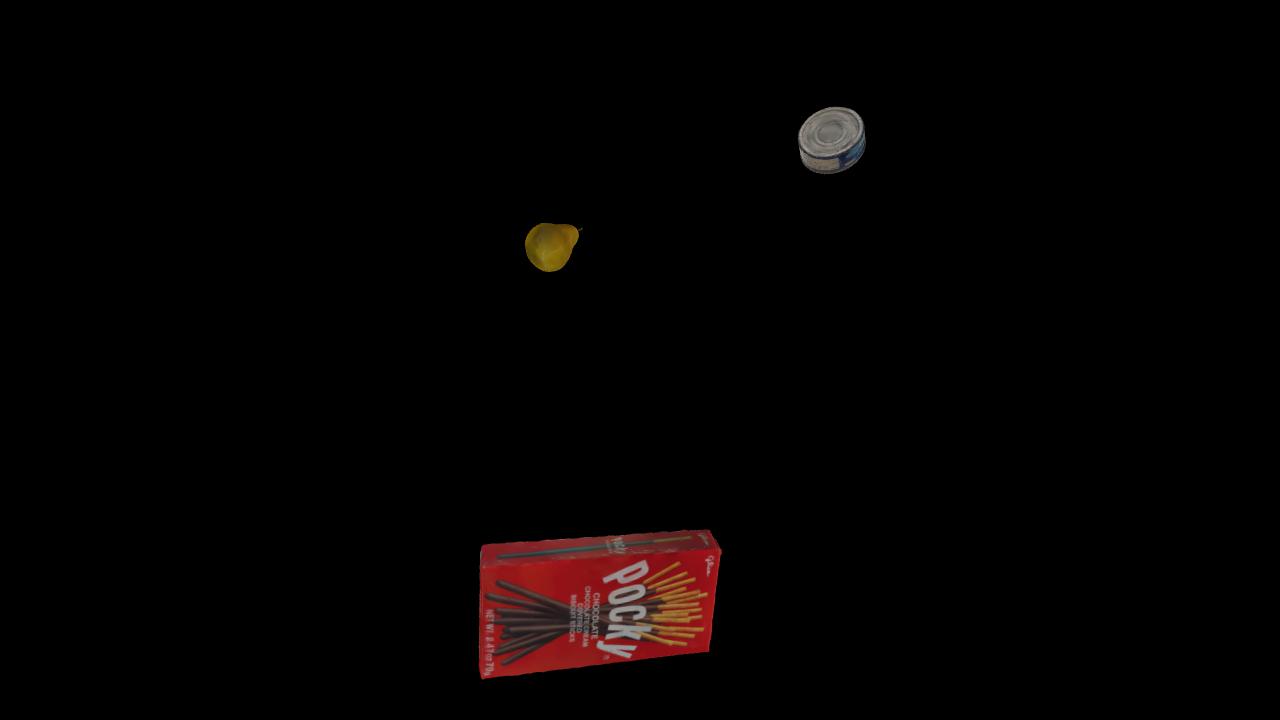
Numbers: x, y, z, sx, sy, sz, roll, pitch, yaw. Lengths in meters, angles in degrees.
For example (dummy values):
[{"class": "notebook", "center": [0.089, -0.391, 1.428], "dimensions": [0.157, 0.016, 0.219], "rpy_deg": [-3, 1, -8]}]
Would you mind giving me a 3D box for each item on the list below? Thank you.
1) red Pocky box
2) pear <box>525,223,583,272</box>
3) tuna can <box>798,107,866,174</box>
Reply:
[{"class": "red Pocky box", "center": [-0.025, 0.157, 0.401], "dimensions": [0.155, 0.083, 0.028], "rpy_deg": [0, 14, -14]}, {"class": "pear", "center": [-0.130, -0.194, 0.999], "dimensions": [0.111, 0.080, 0.080], "rpy_deg": [-41, 19, -23]}, {"class": "tuna can", "center": [0.250, -0.287, 0.802], "dimensions": [0.084, 0.084, 0.034], "rpy_deg": [0, -22, 22]}]
